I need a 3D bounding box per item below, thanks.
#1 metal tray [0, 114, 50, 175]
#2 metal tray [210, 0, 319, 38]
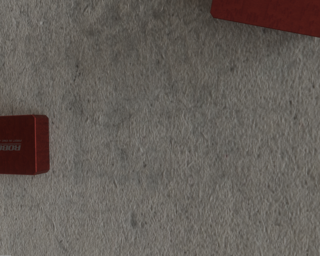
[{"bbox_3d":[-0.238,0.026,0.488,0.130,0.030,0.089,-1,90,19],"label":"metal tray"},{"bbox_3d":[0.129,-0.159,0.342,0.130,0.030,0.089,18,120,18],"label":"metal tray"}]
